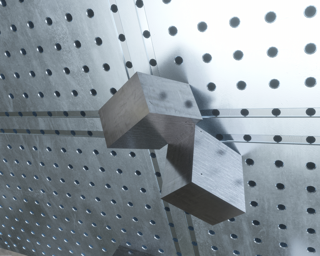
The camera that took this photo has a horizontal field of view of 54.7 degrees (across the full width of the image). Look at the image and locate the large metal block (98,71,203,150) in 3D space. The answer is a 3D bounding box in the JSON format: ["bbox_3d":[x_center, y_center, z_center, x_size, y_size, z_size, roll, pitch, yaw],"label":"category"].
[{"bbox_3d":[-0.012,-0.015,0.362,0.080,0.081,0.050,-38,60,38],"label":"large metal block"}]

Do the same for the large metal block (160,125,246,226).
[{"bbox_3d":[0.052,0.056,0.366,0.080,0.080,0.050,33,132,-23],"label":"large metal block"}]

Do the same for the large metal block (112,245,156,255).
[{"bbox_3d":[-0.049,0.281,0.593,0.080,0.050,0.079,6,121,25],"label":"large metal block"}]
